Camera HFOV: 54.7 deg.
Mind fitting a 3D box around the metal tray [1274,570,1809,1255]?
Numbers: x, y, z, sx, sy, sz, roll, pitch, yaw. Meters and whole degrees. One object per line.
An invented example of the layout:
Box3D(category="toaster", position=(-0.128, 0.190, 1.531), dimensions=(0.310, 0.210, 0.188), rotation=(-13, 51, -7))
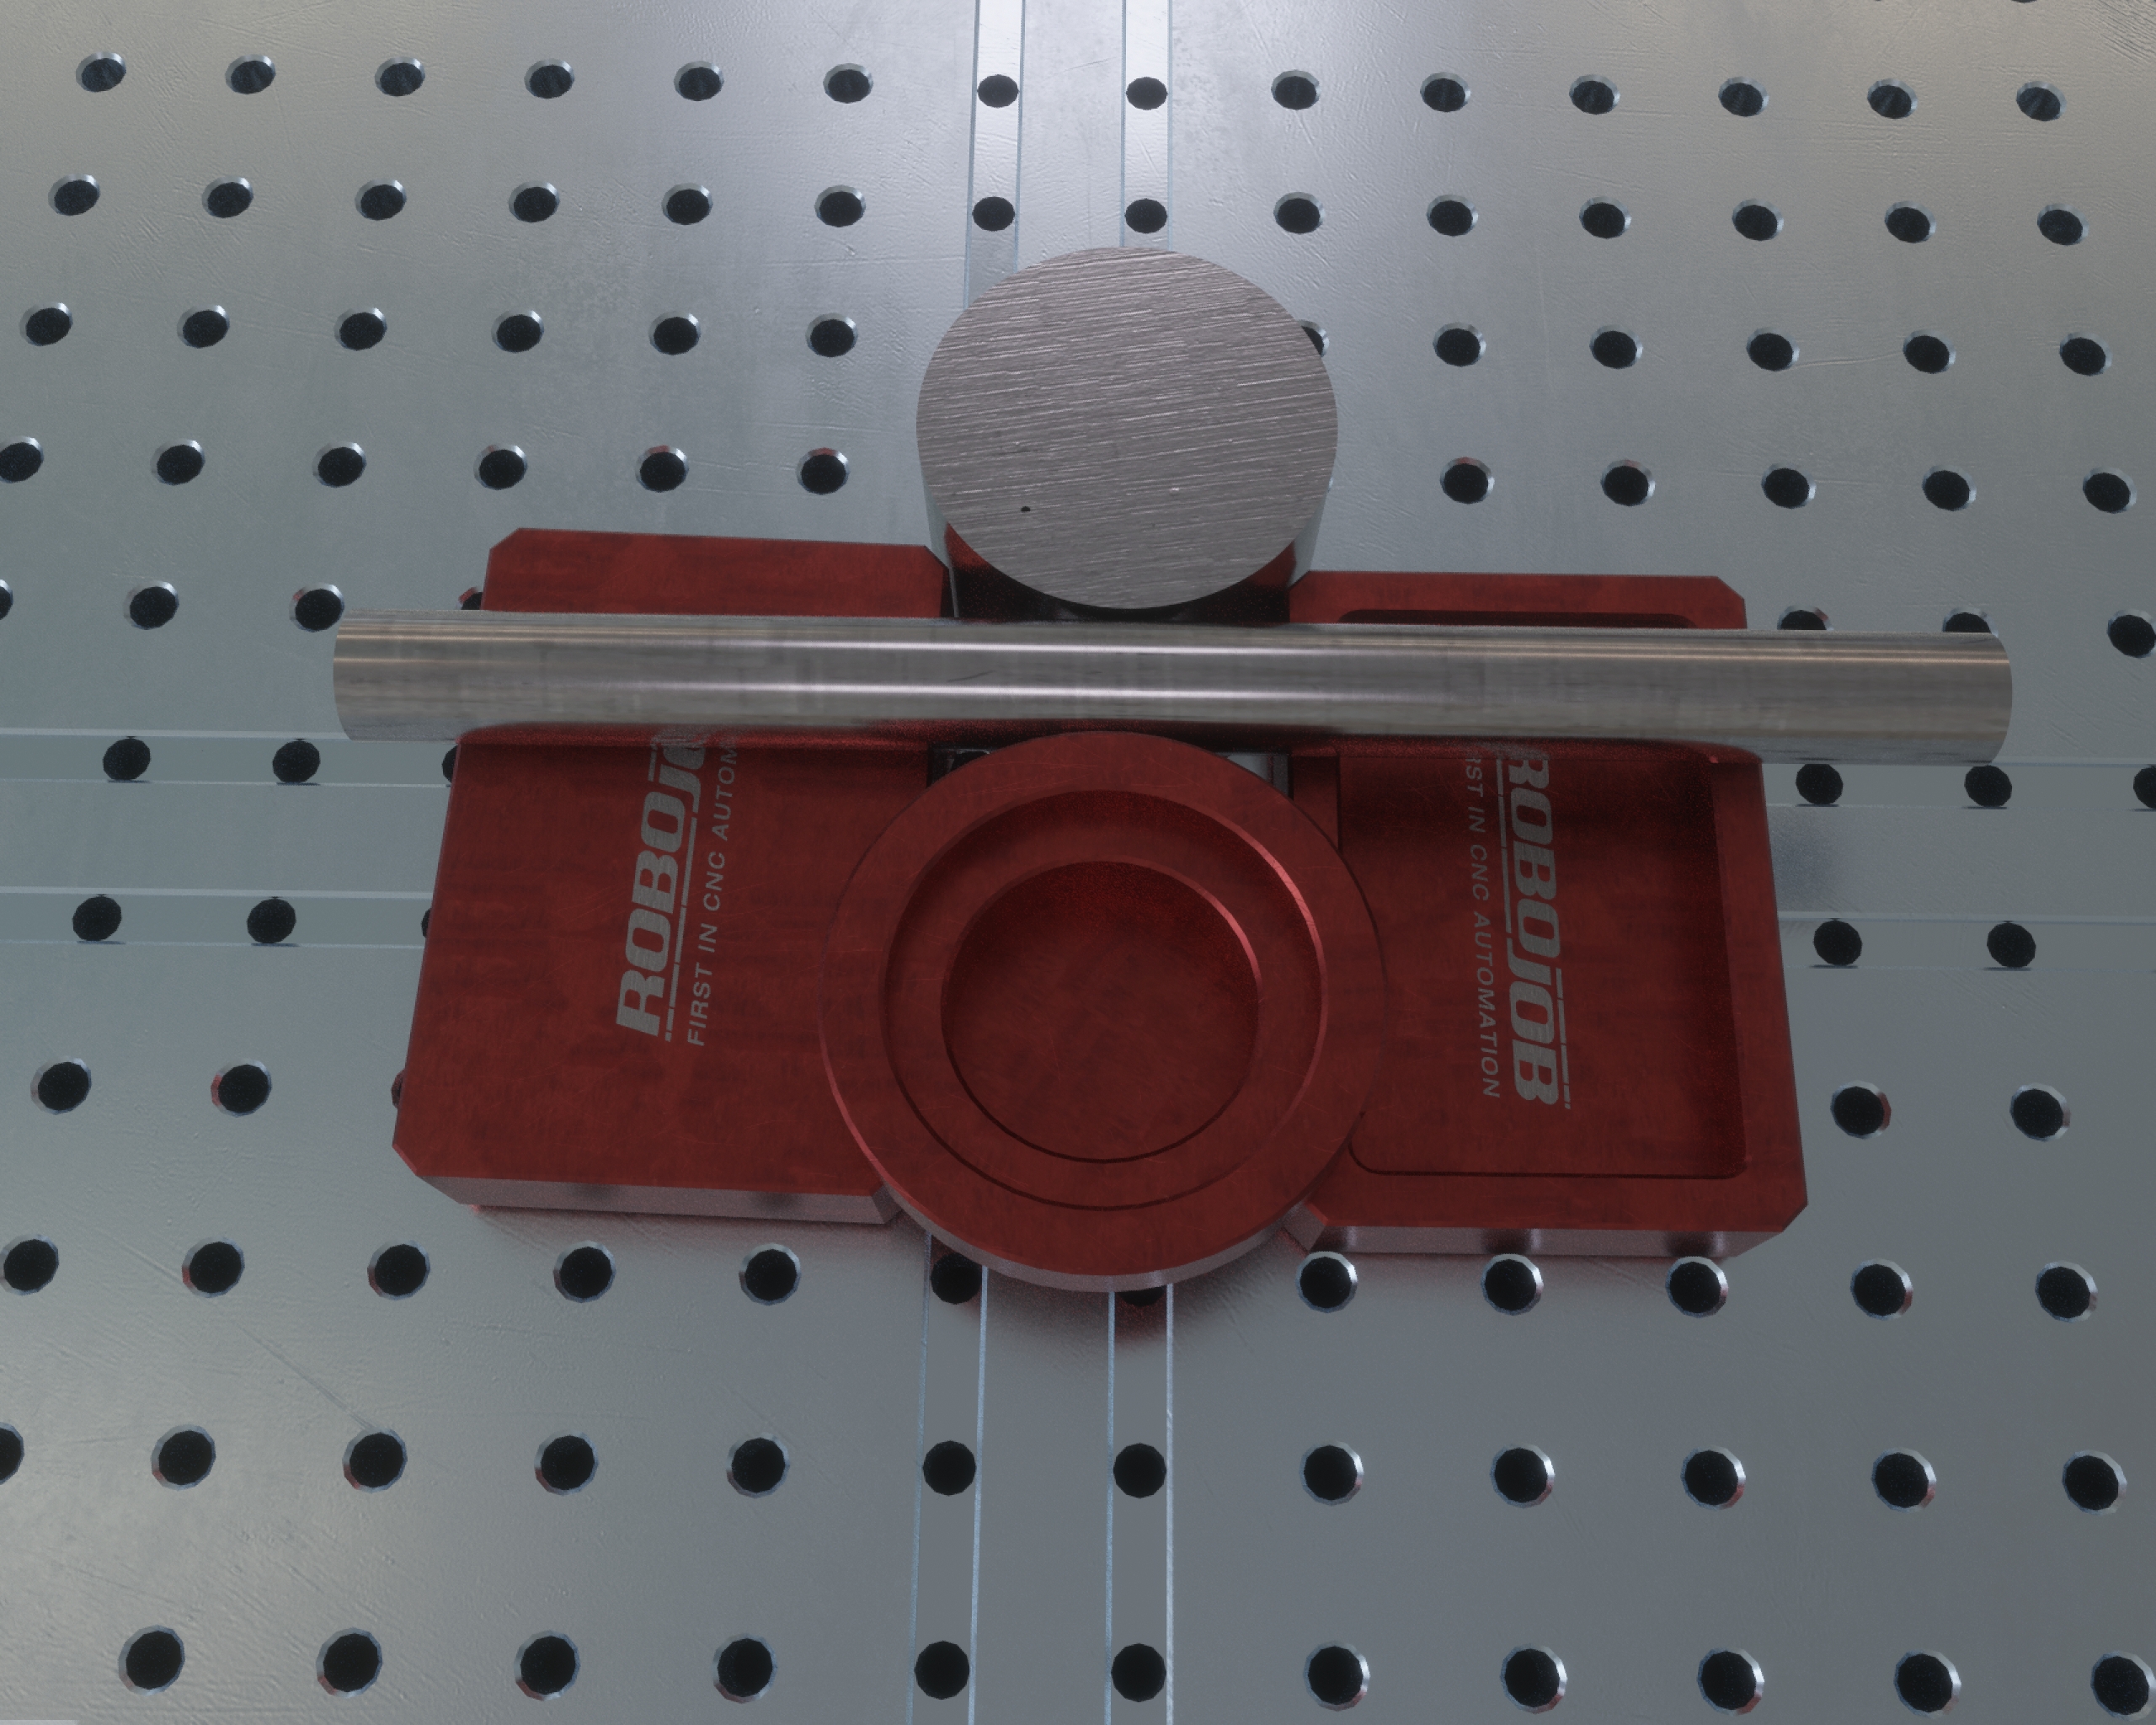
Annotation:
Box3D(category="metal tray", position=(0.085, 0.008, 0.402), dimensions=(0.091, 0.030, 0.130), rotation=(1, 70, 0))

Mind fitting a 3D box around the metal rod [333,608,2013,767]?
Box3D(category="metal rod", position=(0.017, -0.032, 0.387), dimensions=(0.302, 0.025, 0.025), rotation=(1, 70, 0))

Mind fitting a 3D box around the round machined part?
Box3D(category="round machined part", position=(0.005, 0.029, 0.378), dimensions=(0.099, 0.042, 0.098), rotation=(0, 70, 0))

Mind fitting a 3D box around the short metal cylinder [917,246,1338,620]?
Box3D(category="short metal cylinder", position=(0.009, -0.076, 0.422), dimensions=(0.081, 0.050, 0.080), rotation=(0, 70, 0))

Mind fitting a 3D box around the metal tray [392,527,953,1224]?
Box3D(category="metal tray", position=(-0.073, 0.001, 0.403), dimensions=(0.091, 0.030, 0.130), rotation=(3, 70, 1))
